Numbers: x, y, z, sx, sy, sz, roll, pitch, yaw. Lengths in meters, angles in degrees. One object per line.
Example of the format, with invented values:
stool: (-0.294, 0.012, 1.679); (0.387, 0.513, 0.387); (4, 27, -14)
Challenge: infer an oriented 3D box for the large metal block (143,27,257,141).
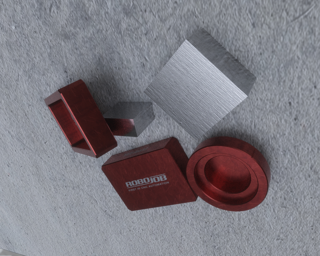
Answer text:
large metal block: (0.043, -0.047, 0.339); (0.080, 0.050, 0.080); (43, 129, -2)

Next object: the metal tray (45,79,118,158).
metal tray: (-0.110, -0.010, 0.412); (0.130, 0.030, 0.090); (-1, 118, 63)

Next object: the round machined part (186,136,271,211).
round machined part: (0.086, 0.052, 0.383); (0.098, 0.042, 0.097); (13, 124, 21)

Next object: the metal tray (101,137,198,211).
metal tray: (-0.014, 0.072, 0.455); (0.130, 0.030, 0.090); (-19, 109, 35)

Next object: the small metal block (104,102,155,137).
small metal block: (-0.042, -0.013, 0.405); (0.050, 0.050, 0.025); (3, 120, 26)
